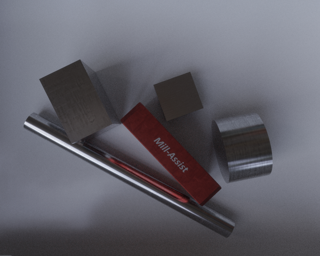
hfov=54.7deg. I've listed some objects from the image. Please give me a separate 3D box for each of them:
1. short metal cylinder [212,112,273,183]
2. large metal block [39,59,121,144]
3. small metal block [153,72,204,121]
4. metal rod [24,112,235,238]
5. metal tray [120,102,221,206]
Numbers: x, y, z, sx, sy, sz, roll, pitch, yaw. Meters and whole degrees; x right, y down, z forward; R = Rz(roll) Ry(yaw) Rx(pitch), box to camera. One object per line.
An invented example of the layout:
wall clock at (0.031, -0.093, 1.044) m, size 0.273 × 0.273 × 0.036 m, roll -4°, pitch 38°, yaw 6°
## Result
short metal cylinder at (0.099, 0.024, 0.384) m, size 0.050 × 0.080 × 0.080 m, roll -12°, pitch 90°, yaw 1°
large metal block at (-0.093, -0.029, 0.381) m, size 0.050 × 0.080 × 0.080 m, roll -26°, pitch 90°, yaw 0°
small metal block at (0.024, -0.040, 0.409) m, size 0.050 × 0.025 × 0.050 m, roll -20°, pitch 90°, yaw -1°
metal rod at (-0.039, 0.062, 0.410) m, size 0.301 × 0.025 × 0.025 m, roll 29°, pitch 90°, yaw -1°
metal tray at (0.012, 0.029, 0.377) m, size 0.030 × 0.090 × 0.130 m, roll -44°, pitch 91°, yaw 0°
